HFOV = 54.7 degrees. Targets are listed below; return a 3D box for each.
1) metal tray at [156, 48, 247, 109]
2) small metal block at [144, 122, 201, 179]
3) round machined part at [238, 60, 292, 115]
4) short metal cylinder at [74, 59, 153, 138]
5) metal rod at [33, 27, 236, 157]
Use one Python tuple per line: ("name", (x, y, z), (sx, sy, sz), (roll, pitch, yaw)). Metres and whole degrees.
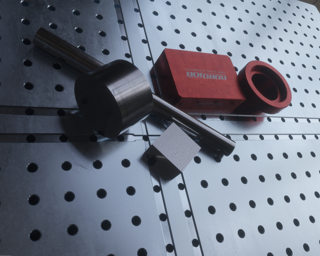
("metal tray", (0.066, -0.076, 0.489), (0.131, 0.030, 0.090), (-2, 63, -29))
("small metal block", (0.017, 0.029, 0.401), (0.050, 0.025, 0.050), (43, 51, 1))
("round machined part", (0.173, -0.065, 0.533), (0.099, 0.042, 0.098), (14, 56, -21))
("short metal cylinder", (-0.055, -0.035, 0.366), (0.080, 0.080, 0.050), (50, 51, 6))
("metal rod", (-0.027, -0.044, 0.421), (0.301, 0.025, 0.025), (30, 52, -9))
